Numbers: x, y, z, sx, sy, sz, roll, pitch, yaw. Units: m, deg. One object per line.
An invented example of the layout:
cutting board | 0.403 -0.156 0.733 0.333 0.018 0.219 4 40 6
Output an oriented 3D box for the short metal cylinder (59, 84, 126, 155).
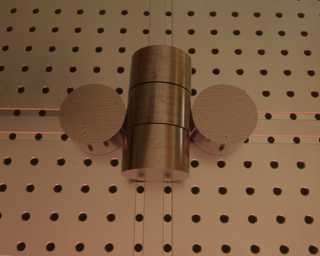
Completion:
short metal cylinder | -0.082 -0.010 0.400 0.081 0.050 0.080 0 70 0

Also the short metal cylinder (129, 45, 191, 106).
short metal cylinder | 0.001 -0.064 0.405 0.081 0.080 0.050 2 70 0

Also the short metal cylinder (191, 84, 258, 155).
short metal cylinder | 0.079 -0.010 0.402 0.081 0.050 0.080 0 70 0

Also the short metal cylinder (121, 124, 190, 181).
short metal cylinder | -0.005 0.032 0.370 0.081 0.080 0.050 1 70 0

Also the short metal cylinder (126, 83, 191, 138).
short metal cylinder | -0.001 -0.016 0.388 0.081 0.080 0.050 2 70 0
